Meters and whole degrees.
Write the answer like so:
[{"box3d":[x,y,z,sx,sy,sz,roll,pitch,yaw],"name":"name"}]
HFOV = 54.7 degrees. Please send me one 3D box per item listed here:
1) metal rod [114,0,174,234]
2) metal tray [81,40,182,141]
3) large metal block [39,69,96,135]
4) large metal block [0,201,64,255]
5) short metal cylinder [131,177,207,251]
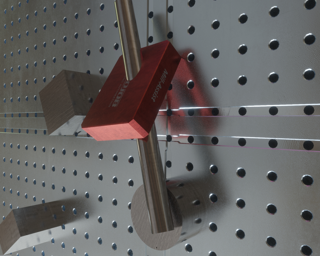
[{"box3d":[-0.023,-0.029,0.377,0.025,0.025,0.299,-24,69,37],"name":"metal rod"},{"box3d":[-0.035,-0.047,0.389,0.090,0.030,0.130,-5,51,40],"name":"metal tray"},{"box3d":[-0.152,-0.040,0.519,0.080,0.050,0.080,-29,72,36],"name":"large metal block"},{"box3d":[-0.241,0.184,0.573,0.080,0.081,0.050,-44,64,31],"name":"large metal block"},{"box3d":[0.010,0.104,0.385,0.080,0.050,0.080,0,90,40],"name":"short metal cylinder"}]
